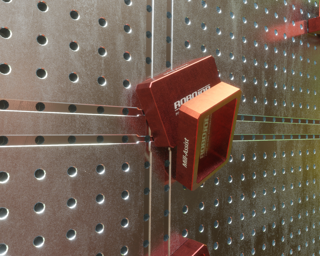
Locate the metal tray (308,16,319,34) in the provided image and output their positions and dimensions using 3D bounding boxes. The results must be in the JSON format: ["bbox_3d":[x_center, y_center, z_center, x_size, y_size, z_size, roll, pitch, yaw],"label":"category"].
[{"bbox_3d":[0.410,-0.235,0.696,0.131,0.090,0.030,-8,96,-32],"label":"metal tray"}]

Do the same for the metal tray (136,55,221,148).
[{"bbox_3d":[0.037,-0.040,0.435,0.131,0.030,0.090,-30,109,-36],"label":"metal tray"}]

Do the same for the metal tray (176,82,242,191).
[{"bbox_3d":[0.064,0.013,0.421,0.091,0.030,0.129,-31,137,-35],"label":"metal tray"}]

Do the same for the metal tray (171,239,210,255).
[{"bbox_3d":[0.044,0.239,0.441,0.091,0.030,0.129,-30,109,-36],"label":"metal tray"}]
